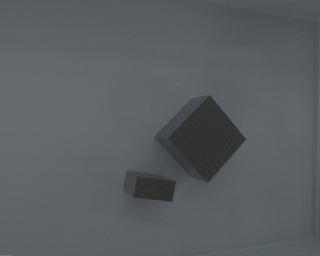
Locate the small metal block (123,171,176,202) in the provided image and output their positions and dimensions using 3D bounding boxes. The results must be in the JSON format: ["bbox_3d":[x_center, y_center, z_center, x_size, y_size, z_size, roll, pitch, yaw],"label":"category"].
[{"bbox_3d":[-0.015,0.073,0.393,0.050,0.050,0.025,11,86,-20],"label":"small metal block"}]

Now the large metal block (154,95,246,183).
[{"bbox_3d":[0.054,0.014,0.418,0.080,0.050,0.080,-45,105,-15],"label":"large metal block"}]
